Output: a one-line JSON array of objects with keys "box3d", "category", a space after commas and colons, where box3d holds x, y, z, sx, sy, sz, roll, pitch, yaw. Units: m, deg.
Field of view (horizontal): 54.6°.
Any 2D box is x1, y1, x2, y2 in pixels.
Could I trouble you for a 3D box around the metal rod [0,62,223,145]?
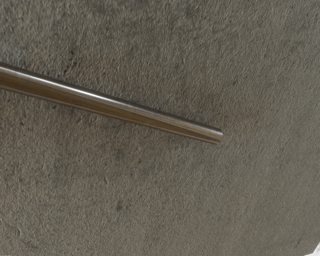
[{"box3d": [-0.037, -0.020, 0.373, 0.302, 0.025, 0.025, 15, 111, -34], "category": "metal rod"}]
